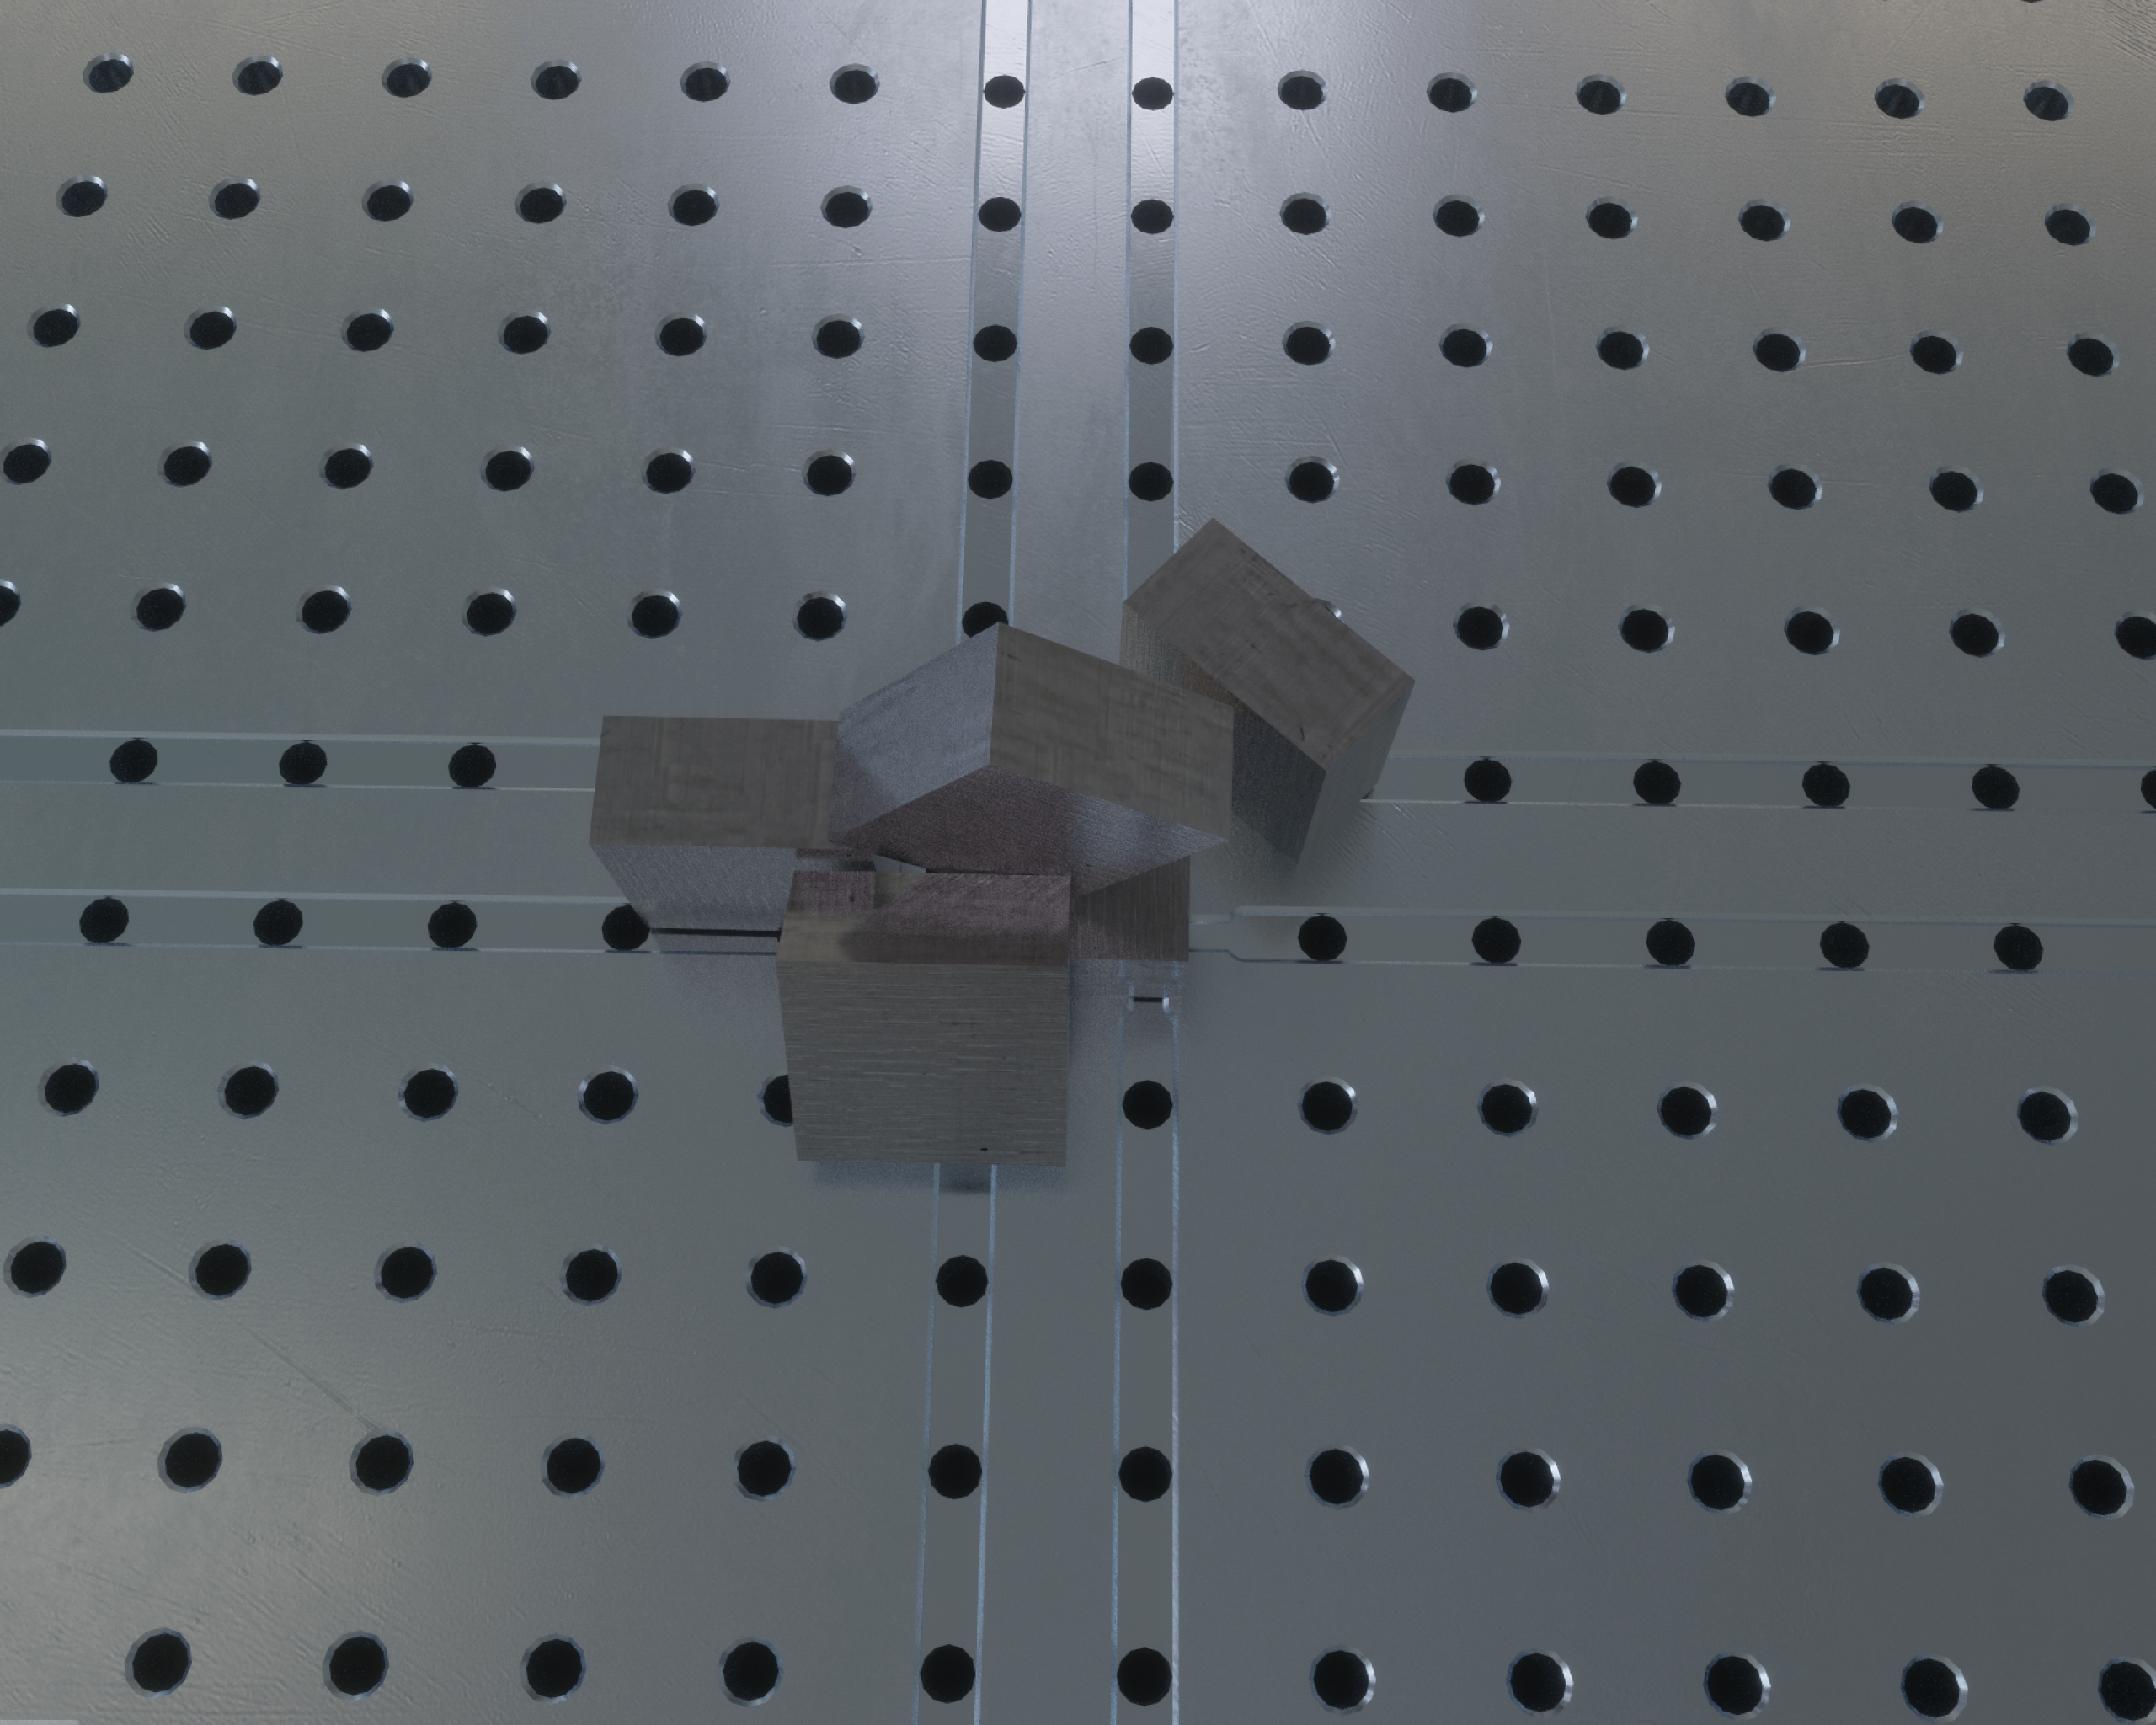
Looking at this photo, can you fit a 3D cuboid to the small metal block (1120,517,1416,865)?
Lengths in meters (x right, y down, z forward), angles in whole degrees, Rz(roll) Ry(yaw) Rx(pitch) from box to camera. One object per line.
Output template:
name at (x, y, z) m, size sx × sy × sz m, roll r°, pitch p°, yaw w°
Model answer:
small metal block at (0.035, -0.032, 0.411) m, size 0.050 × 0.050 × 0.025 m, roll 41°, pitch 75°, yaw 13°

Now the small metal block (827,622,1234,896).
small metal block at (-0.008, -0.015, 0.367) m, size 0.050 × 0.050 × 0.025 m, roll 16°, pitch 66°, yaw -34°

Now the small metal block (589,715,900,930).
small metal block at (-0.062, -0.006, 0.400) m, size 0.050 × 0.050 × 0.025 m, roll 1°, pitch 71°, yaw 1°

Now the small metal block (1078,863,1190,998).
small metal block at (-0.004, -0.001, 0.412) m, size 0.050 × 0.025 × 0.050 m, roll 2°, pitch 70°, yaw 0°

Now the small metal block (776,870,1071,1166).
small metal block at (-0.027, 0.029, 0.385) m, size 0.050 × 0.050 × 0.025 m, roll 1°, pitch 38°, yaw 0°
